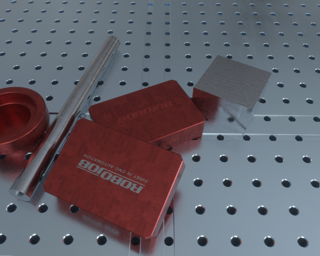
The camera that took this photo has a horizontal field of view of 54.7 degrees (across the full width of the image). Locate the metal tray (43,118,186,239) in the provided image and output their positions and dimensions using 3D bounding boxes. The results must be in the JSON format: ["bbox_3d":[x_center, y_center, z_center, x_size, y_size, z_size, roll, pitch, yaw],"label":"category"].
[{"bbox_3d":[-0.049,0.052,0.339,0.130,0.030,0.090,20,75,15],"label":"metal tray"}]

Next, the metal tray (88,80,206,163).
[{"bbox_3d":[-0.018,-0.010,0.412,0.131,0.030,0.090,-20,53,-17],"label":"metal tray"}]

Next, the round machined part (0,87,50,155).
[{"bbox_3d":[-0.192,-0.005,0.398,0.099,0.042,0.098,0,50,0],"label":"round machined part"}]

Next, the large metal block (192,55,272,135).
[{"bbox_3d":[0.099,-0.048,0.433,0.080,0.050,0.080,24,54,18],"label":"large metal block"}]

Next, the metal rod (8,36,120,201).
[{"bbox_3d":[-0.118,-0.036,0.436,0.025,0.025,0.300,12,51,9],"label":"metal rod"}]
